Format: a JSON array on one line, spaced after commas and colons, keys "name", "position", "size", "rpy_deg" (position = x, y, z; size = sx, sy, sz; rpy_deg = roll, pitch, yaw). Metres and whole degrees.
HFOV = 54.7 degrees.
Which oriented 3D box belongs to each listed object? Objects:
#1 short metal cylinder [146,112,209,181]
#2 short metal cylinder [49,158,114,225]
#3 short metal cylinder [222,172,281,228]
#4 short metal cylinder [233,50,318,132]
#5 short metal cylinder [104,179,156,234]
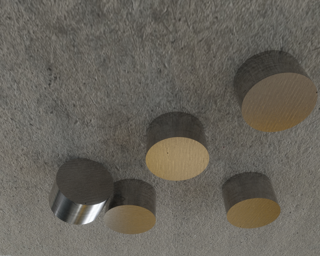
[{"name": "short metal cylinder", "position": [0.022, 0.025, 0.412], "size": [0.081, 0.050, 0.079], "rpy_deg": [0, 130, 0]}, {"name": "short metal cylinder", "position": [-0.114, 0.090, 0.447], "size": [0.080, 0.080, 0.050], "rpy_deg": [19, 128, -15]}, {"name": "short metal cylinder", "position": [0.142, 0.115, 0.490], "size": [0.081, 0.050, 0.079], "rpy_deg": [0, 130, 0]}, {"name": "short metal cylinder", "position": [0.130, -0.042, 0.356], "size": [0.081, 0.050, 0.079], "rpy_deg": [0, 130, 0]}, {"name": "short metal cylinder", "position": [-0.047, 0.127, 0.498], "size": [0.081, 0.050, 0.079], "rpy_deg": [0, 130, 0]}]
